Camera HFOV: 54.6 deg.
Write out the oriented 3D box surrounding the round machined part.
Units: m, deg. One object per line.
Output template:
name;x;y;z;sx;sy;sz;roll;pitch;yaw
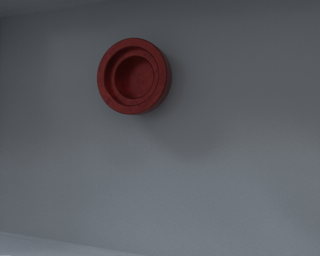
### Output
round machined part;-0.030;-0.066;0.413;0.098;0.042;0.097;0;90;20
